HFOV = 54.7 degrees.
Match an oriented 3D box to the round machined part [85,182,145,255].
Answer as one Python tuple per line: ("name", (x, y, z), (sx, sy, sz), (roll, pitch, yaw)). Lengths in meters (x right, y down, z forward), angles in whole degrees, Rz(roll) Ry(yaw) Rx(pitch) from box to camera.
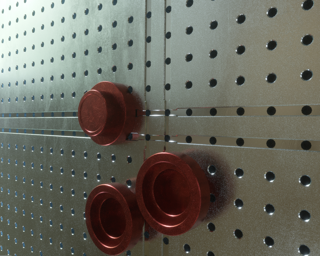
("round machined part", (-0.060, 0.127, 0.446), (0.098, 0.042, 0.097), (0, 90, 39))

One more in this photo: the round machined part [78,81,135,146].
("round machined part", (-0.087, -0.022, 0.467), (0.098, 0.042, 0.097), (0, 90, 39))

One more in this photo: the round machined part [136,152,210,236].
("round machined part", (0.019, 0.077, 0.381), (0.098, 0.042, 0.097), (0, 90, 39))
